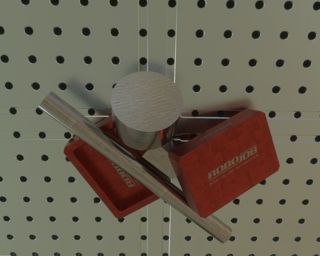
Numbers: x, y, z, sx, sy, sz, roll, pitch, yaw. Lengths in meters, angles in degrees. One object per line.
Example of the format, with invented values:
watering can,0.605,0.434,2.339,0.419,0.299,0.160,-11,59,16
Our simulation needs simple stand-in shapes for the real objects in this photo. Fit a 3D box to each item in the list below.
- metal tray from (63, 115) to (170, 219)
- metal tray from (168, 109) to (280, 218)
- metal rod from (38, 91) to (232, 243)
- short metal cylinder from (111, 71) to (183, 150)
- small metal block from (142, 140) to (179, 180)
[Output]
metal tray,-0.055,0.053,0.425,0.090,0.030,0.130,-30,108,10
metal tray,0.085,0.043,0.396,0.131,0.030,0.090,-28,110,-16
metal rod,-0.021,0.058,0.399,0.301,0.025,0.025,39,105,-14
short metal cylinder,-0.017,-0.020,0.366,0.081,0.080,0.050,8,152,-3
small metal block,0.005,0.033,0.407,0.050,0.050,0.025,39,106,-13
